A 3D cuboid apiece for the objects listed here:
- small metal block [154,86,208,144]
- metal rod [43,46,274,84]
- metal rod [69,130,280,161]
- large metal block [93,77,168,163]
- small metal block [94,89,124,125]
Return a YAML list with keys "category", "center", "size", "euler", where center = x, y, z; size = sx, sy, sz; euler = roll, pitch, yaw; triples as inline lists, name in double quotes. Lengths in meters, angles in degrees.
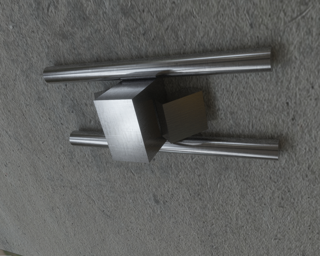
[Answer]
- category: "small metal block"
  center: [0.026, -0.016, 0.366]
  size: [0.025, 0.050, 0.050]
  euler: [40, 147, 60]
- category: "metal rod"
  center: [-0.023, -0.072, 0.374]
  size: [0.301, 0.025, 0.025]
  euler: [2, 119, 27]
- category: "metal rod"
  center: [0.001, 0.021, 0.419]
  size: [0.301, 0.025, 0.025]
  euler: [2, 119, 27]
- category: "large metal block"
  center: [-0.026, -0.014, 0.379]
  size: [0.050, 0.080, 0.079]
  euler: [1, 119, 27]
- category: "small metal block"
  center: [-0.067, -0.020, 0.412]
  size: [0.025, 0.050, 0.050]
  euler: [-17, 116, -8]
